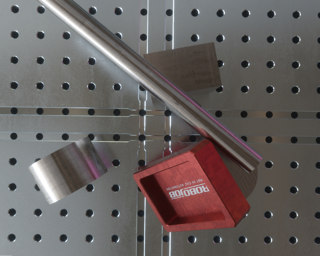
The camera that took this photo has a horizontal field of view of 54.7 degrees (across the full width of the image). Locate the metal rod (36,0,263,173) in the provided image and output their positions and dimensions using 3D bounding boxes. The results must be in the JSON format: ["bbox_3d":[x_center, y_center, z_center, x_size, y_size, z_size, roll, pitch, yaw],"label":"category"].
[{"bbox_3d":[-0.014,-0.056,0.333,0.300,0.025,0.025,39,90,-1],"label":"metal rod"}]

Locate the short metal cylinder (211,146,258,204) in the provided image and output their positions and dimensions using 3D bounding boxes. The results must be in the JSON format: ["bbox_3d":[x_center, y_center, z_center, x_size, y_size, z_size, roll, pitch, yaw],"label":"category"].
[{"bbox_3d":[0.079,0.056,0.402,0.081,0.050,0.079,0,90,-1],"label":"short metal cylinder"}]

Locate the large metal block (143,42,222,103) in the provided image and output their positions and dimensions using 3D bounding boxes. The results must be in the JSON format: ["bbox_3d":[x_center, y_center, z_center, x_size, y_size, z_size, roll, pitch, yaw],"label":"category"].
[{"bbox_3d":[0.025,-0.065,0.386,0.080,0.080,0.050,-10,90,-1],"label":"large metal block"}]

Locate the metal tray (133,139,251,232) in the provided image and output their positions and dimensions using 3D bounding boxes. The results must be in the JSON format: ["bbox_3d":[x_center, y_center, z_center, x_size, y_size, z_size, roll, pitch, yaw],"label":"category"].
[{"bbox_3d":[0.030,0.074,0.365,0.030,0.129,0.090,-31,91,-38],"label":"metal tray"}]

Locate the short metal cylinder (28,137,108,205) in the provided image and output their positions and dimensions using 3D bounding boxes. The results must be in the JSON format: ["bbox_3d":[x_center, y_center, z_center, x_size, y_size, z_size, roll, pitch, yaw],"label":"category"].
[{"bbox_3d":[-0.113,0.052,0.384,0.080,0.080,0.050,-29,90,0],"label":"short metal cylinder"}]
